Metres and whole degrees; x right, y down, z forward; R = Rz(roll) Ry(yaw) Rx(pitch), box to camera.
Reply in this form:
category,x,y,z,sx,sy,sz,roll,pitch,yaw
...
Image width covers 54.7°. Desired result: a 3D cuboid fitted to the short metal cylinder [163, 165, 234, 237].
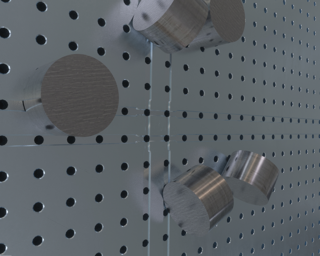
category,x,y,z,sx,sy,sz,roll,pitch,yaw
short metal cylinder,0.050,0.096,0.415,0.050,0.080,0.080,-28,108,-37

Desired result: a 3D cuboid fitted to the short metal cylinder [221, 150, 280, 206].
category,x,y,z,sx,sy,sz,roll,pitch,yaw
short metal cylinder,0.140,0.079,0.491,0.080,0.080,0.050,48,62,-30

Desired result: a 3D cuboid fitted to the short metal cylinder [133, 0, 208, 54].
category,x,y,z,sx,sy,sz,roll,pitch,yaw
short metal cylinder,0.012,-0.140,0.383,0.050,0.080,0.080,31,71,-36

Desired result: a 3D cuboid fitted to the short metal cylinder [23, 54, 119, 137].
category,x,y,z,sx,sy,sz,roll,pitch,yaw
short metal cylinder,-0.090,-0.031,0.317,0.081,0.050,0.079,0,90,-40

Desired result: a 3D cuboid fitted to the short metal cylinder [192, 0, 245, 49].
category,x,y,z,sx,sy,sz,roll,pitch,yaw
short metal cylinder,0.082,-0.163,0.460,0.081,0.050,0.079,0,90,-40
